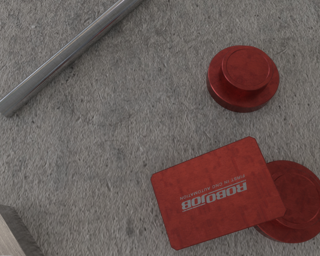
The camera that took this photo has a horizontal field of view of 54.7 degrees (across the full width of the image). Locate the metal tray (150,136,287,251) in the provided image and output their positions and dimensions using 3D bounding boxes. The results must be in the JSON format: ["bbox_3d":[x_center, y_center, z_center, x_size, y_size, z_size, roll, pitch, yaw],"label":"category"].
[{"bbox_3d":[0.063,0.075,0.354,0.130,0.030,0.090,-23,71,14],"label":"metal tray"}]

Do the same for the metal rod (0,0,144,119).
[{"bbox_3d":[-0.113,-0.126,0.453,0.025,0.025,0.301,40,74,13],"label":"metal rod"}]

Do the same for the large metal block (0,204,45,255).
[{"bbox_3d":[-0.188,0.142,0.341,0.080,0.050,0.080,-37,74,-13],"label":"large metal block"}]

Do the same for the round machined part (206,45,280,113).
[{"bbox_3d":[0.116,-0.074,0.427,0.099,0.042,0.098,0,70,0],"label":"round machined part"}]

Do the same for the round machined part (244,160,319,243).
[{"bbox_3d":[0.153,0.085,0.369,0.099,0.042,0.098,0,70,0],"label":"round machined part"}]
